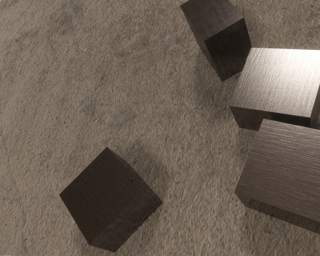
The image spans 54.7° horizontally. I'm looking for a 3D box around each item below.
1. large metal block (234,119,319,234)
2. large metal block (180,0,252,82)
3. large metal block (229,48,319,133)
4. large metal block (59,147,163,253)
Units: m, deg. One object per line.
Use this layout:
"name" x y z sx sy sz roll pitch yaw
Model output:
"large metal block" 0.128 0.045 0.293 0.080 0.050 0.080 15 69 34
"large metal block" 0.076 -0.121 0.402 0.050 0.080 0.080 -29 52 9
"large metal block" 0.133 -0.040 0.342 0.080 0.050 0.080 12 68 33
"large metal block" -0.058 0.083 0.366 0.080 0.050 0.080 -46 51 -4
